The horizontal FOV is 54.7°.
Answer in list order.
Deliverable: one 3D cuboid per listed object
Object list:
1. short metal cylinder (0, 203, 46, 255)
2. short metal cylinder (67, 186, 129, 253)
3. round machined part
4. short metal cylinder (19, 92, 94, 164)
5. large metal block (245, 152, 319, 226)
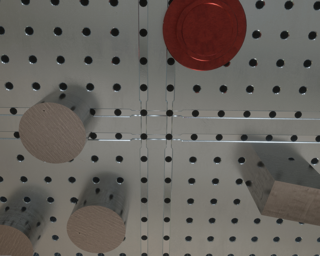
[{"bbox_3d":[-0.218,0.160,0.457,0.081,0.050,0.079,0,110,0],"label":"short metal cylinder"},{"bbox_3d":[-0.087,0.131,0.448,0.081,0.050,0.079,0,110,0],"label":"short metal cylinder"},{"bbox_3d":[0.052,-0.115,0.362,0.099,0.042,0.097,0,110,0],"label":"round machined part"},{"bbox_3d":[-0.130,-0.001,0.398,0.081,0.050,0.079,0,110,0],"label":"short metal cylinder"},{"bbox_3d":[0.170,0.079,0.414,0.081,0.080,0.050,12,110,-5],"label":"large metal block"}]
